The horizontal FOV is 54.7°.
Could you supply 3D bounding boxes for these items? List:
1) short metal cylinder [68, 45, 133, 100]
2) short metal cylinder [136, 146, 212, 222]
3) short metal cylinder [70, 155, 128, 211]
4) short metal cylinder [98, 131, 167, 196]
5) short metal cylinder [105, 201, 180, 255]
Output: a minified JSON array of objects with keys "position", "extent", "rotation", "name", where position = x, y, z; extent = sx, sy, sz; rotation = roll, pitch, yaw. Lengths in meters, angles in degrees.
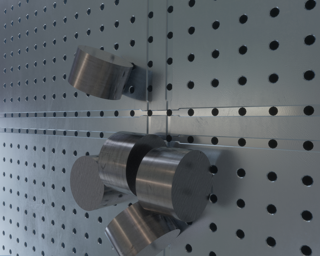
[{"position":[-0.085,-0.080,0.444],"extent":[0.080,0.081,0.050],"rotation":[35,112,34],"name":"short metal cylinder"},{"position":[0.018,0.063,0.359],"extent":[0.050,0.081,0.079],"rotation":[3,92,40],"name":"short metal cylinder"},{"position":[-0.091,0.080,0.468],"extent":[0.080,0.050,0.079],"rotation":[0,90,40],"name":"short metal cylinder"},{"position":[-0.032,0.046,0.400],"extent":[0.050,0.081,0.079],"rotation":[5,93,40],"name":"short metal cylinder"},{"position":[-0.022,0.132,0.392],"extent":[0.050,0.081,0.080],"rotation":[51,120,28],"name":"short metal cylinder"}]
